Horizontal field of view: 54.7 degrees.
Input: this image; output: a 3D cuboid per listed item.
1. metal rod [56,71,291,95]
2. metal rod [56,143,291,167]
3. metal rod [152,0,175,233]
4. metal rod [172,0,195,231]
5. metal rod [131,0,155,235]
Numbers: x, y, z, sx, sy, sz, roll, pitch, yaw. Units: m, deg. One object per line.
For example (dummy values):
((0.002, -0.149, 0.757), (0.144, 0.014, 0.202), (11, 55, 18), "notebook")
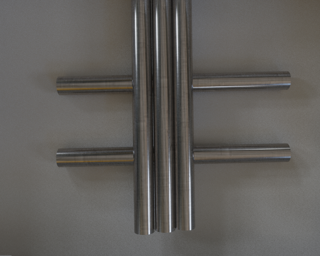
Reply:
((0.018, -0.059, 0.410), (0.302, 0.025, 0.025), (-1, 90, 0), "metal rod")
((0.018, 0.036, 0.410), (0.302, 0.025, 0.025), (-1, 90, 0), "metal rod")
((0.004, -0.023, 0.384), (0.025, 0.025, 0.298), (-1, 90, 0), "metal rod")
((0.029, -0.026, 0.384), (0.025, 0.025, 0.298), (-1, 90, 0), "metal rod")
((-0.022, -0.021, 0.384), (0.025, 0.025, 0.298), (-1, 90, 0), "metal rod")
